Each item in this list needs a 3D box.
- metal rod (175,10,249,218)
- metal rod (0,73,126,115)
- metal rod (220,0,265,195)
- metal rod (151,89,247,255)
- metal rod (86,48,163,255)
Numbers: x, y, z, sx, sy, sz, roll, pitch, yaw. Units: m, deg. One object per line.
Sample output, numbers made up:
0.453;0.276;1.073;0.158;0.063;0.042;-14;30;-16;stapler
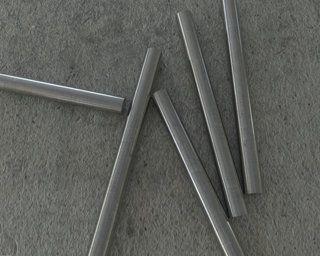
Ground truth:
0.065;-0.032;0.420;0.025;0.025;0.299;-11;70;-4;metal rod
-0.196;-0.059;0.428;0.302;0.025;0.025;11;71;4;metal rod
0.110;-0.059;0.430;0.025;0.025;0.299;-2;70;-1;metal rod
0.057;0.084;0.377;0.025;0.025;0.299;-21;72;-8;metal rod
-0.042;0.029;0.397;0.025;0.025;0.299;12;70;4;metal rod
